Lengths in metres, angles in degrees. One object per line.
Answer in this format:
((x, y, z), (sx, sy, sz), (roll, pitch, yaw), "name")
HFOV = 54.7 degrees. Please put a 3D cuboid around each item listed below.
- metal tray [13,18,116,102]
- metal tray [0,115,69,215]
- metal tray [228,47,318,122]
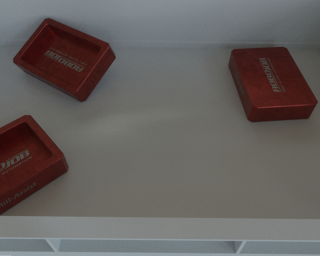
((-0.144, -0.105, 0.467), (0.130, 0.030, 0.090), (27, 77, 20), "metal tray")
((-0.187, 0.048, 0.358), (0.131, 0.030, 0.090), (-34, 58, -26), "metal tray")
((0.162, -0.069, 0.462), (0.091, 0.030, 0.130), (-3, 50, -4), "metal tray")
